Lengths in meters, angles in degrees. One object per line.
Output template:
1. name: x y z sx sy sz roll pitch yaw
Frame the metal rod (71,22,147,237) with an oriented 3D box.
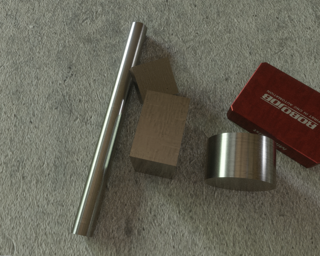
1. metal rod: -0.061 -0.013 0.411 0.025 0.025 0.299 11 70 3

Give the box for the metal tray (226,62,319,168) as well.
1. metal tray: 0.169 -0.019 0.415 0.130 0.030 0.090 34 73 11

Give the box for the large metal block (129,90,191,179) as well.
1. large metal block: 0.001 0.011 0.375 0.050 0.080 0.080 12 71 4

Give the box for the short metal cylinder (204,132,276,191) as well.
1. short metal cylinder: 0.094 0.042 0.365 0.080 0.080 0.050 7 70 2

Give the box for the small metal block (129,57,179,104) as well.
1. small metal block: -0.008 -0.064 0.419 0.050 0.025 0.050 -19 97 -12
